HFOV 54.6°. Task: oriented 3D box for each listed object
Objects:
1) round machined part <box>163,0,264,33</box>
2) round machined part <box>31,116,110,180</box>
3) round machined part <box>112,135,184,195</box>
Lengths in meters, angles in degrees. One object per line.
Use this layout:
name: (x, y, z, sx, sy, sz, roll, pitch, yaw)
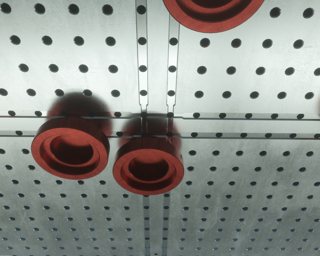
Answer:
round machined part: (0.048, -0.141, 0.281, 0.099, 0.042, 0.097, 0, 130, 0)
round machined part: (-0.117, 0.022, 0.418, 0.099, 0.042, 0.097, 0, 130, 0)
round machined part: (-0.016, 0.049, 0.442, 0.099, 0.042, 0.097, 0, 130, 0)
